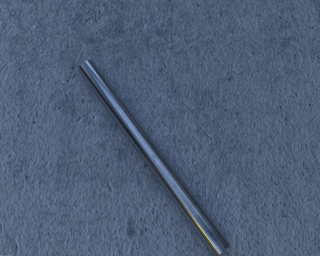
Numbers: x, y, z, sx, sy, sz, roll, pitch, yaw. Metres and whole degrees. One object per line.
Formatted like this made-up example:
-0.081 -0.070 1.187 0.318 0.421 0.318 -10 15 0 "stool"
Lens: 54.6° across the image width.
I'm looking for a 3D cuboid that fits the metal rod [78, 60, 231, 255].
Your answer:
-0.016 0.027 0.398 0.025 0.025 0.300 -34 74 -12 "metal rod"
